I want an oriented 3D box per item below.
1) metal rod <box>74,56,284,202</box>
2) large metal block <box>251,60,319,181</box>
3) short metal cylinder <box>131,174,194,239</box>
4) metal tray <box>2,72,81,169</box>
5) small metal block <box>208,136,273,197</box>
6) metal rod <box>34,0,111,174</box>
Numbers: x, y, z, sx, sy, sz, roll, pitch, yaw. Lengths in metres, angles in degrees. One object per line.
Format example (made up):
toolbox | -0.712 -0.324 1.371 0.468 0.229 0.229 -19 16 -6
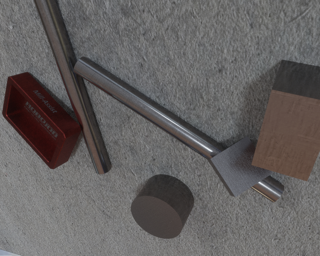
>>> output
metal rod | 0.020 -0.001 0.394 0.301 0.025 0.025 33 129 6
large metal block | 0.128 -0.011 0.297 0.050 0.080 0.079 16 125 19
short metal cylinder | 0.004 0.116 0.459 0.080 0.050 0.079 13 124 20
metal tray | -0.184 -0.011 0.474 0.130 0.030 0.089 44 131 11
small metal block | 0.092 0.045 0.360 0.050 0.025 0.050 -32 82 -4
metal rod | -0.120 -0.065 0.428 0.025 0.025 0.298 1 119 27
